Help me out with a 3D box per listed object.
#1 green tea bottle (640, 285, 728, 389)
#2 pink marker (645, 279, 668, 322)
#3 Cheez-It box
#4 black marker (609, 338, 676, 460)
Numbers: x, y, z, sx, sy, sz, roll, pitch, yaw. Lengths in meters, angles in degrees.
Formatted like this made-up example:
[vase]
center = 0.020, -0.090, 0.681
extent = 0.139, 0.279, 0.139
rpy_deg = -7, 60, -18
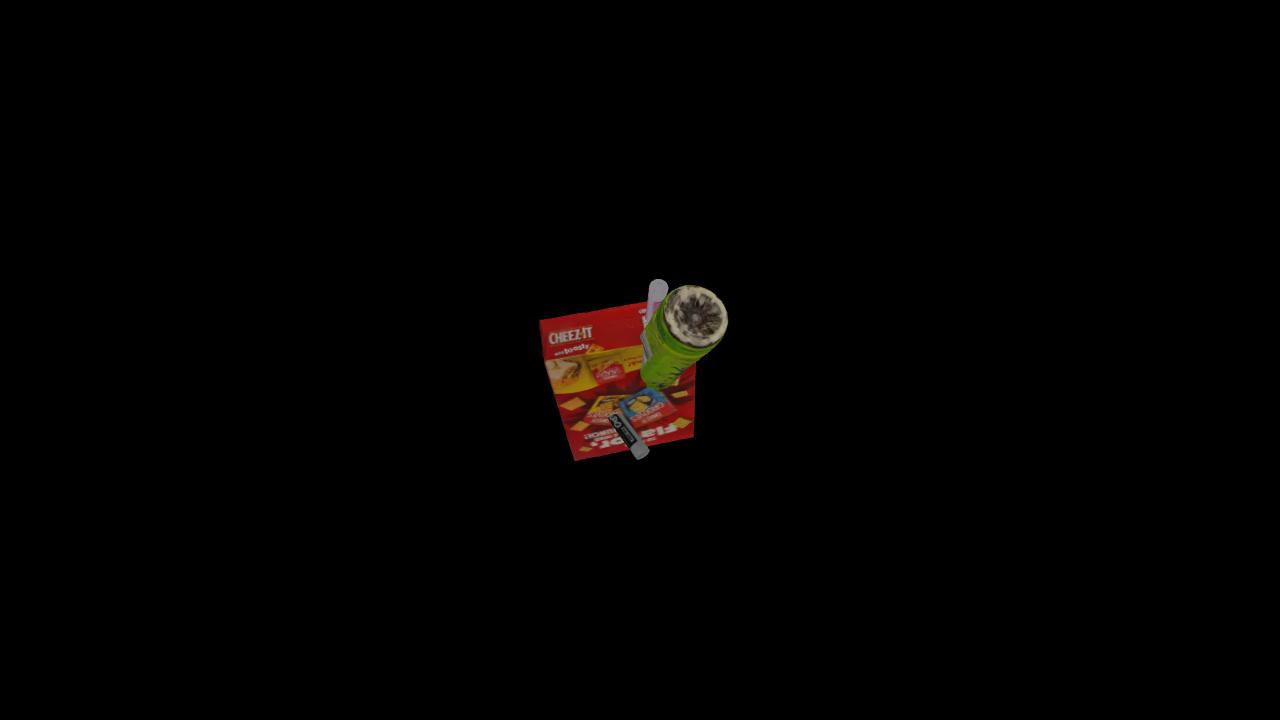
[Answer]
[green tea bottle]
center = 0.026, -0.011, 0.681
extent = 0.073, 0.073, 0.212
rpy_deg = 0, -17, -17
[pink marker]
center = 0.015, -0.050, 0.651
extent = 0.020, 0.020, 0.121
rpy_deg = 0, -20, -3
[Cheez-It box]
center = -0.018, 0.030, 0.747
extent = 0.166, 0.071, 0.223
rpy_deg = -10, -37, -3
[black marker]
center = -0.030, 0.067, 0.740
extent = 0.020, 0.121, 0.020
rpy_deg = -31, -26, -17
